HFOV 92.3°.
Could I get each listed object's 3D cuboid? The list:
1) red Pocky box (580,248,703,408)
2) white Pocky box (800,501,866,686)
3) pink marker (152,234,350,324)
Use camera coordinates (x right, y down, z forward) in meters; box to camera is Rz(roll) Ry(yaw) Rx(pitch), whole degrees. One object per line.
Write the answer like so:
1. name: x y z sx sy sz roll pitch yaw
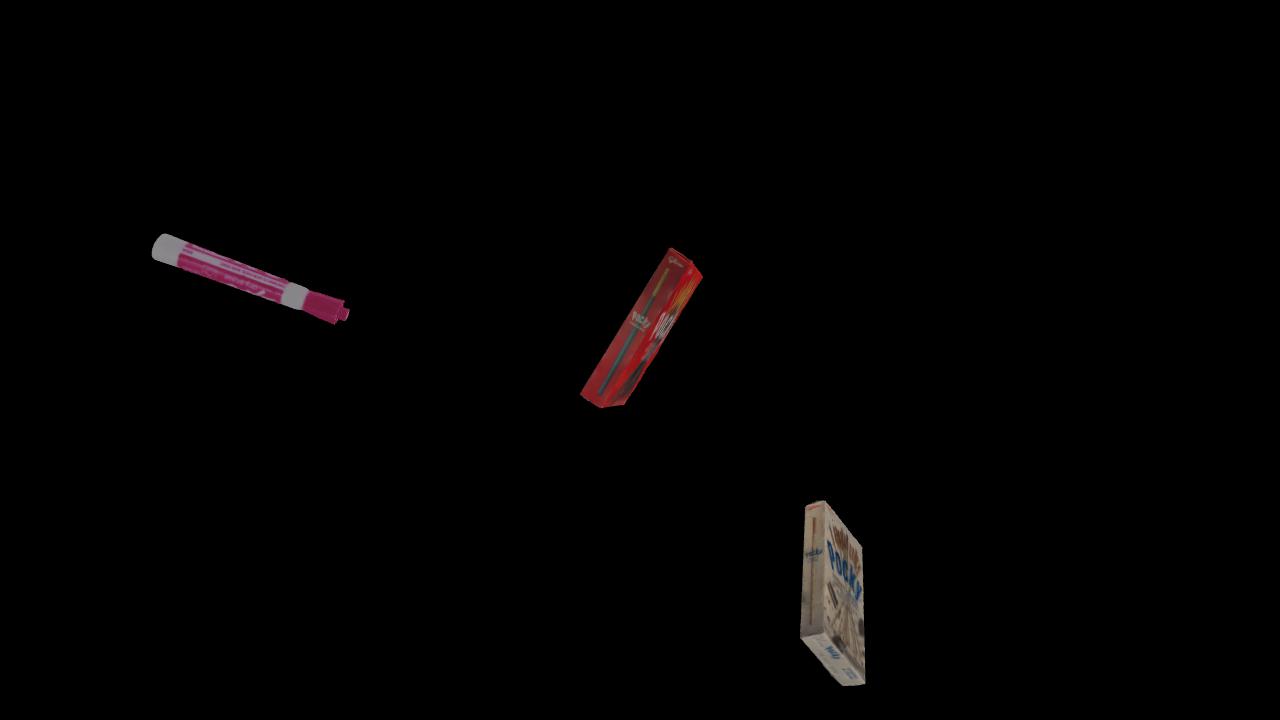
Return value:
1. red Pocky box: 0.005 -0.026 0.574 0.028 0.155 0.083 33 6 13
2. white Pocky box: 0.190 0.224 0.604 0.028 0.084 0.154 -27 24 32
3. pink marker: -0.264 -0.054 0.425 0.121 0.020 0.020 22 -7 -19
